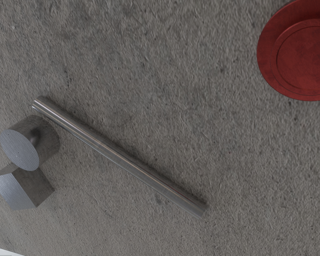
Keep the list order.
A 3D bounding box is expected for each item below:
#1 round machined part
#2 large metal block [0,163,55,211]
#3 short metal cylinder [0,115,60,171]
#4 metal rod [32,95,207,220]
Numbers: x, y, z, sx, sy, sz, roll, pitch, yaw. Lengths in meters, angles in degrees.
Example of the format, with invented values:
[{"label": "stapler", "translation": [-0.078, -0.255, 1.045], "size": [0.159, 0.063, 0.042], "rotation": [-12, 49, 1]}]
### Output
[{"label": "round machined part", "translation": [0.138, -0.068, 0.281], "size": [0.098, 0.042, 0.097], "rotation": [13, 124, 21]}, {"label": "large metal block", "translation": [-0.266, 0.110, 0.599], "size": [0.080, 0.050, 0.080], "rotation": [-15, 111, 34]}, {"label": "short metal cylinder", "translation": [-0.217, 0.025, 0.521], "size": [0.080, 0.050, 0.079], "rotation": [13, 124, 21]}, {"label": "metal rod", "translation": [-0.064, 0.041, 0.465], "size": [0.301, 0.025, 0.025], "rotation": [33, 129, 6]}]
